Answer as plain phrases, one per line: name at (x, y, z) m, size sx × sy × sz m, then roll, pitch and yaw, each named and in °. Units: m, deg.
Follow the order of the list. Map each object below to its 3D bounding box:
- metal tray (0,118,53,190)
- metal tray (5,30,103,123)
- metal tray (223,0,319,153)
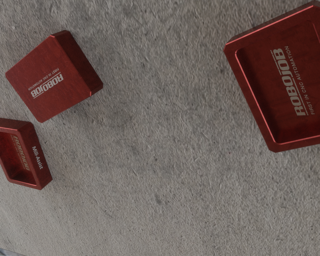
metal tray at (-0.258, 0.048, 0.569) m, size 0.090 × 0.030 × 0.129 m, roll 7°, pitch 122°, yaw 24°
metal tray at (-0.153, -0.068, 0.442) m, size 0.130 × 0.030 × 0.090 m, roll -21°, pitch 107°, yaw 36°
metal tray at (0.132, -0.044, 0.306) m, size 0.090 × 0.030 × 0.130 m, roll -18°, pitch 109°, yaw 35°
